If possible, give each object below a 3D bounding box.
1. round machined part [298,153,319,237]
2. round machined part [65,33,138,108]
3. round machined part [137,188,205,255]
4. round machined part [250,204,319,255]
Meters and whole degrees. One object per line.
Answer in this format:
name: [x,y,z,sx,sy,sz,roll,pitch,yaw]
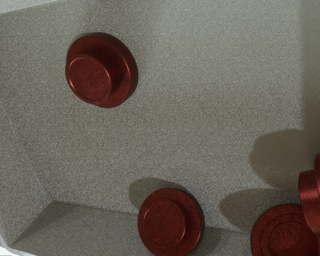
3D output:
round machined part: [0.175,0.074,0.315,0.042,0.098,0.098,-21,108,36]
round machined part: [-0.081,-0.069,0.398,0.098,0.042,0.097,13,124,21]
round machined part: [0.011,0.135,0.441,0.098,0.042,0.098,-6,75,23]
round machined part: [0.162,0.142,0.379,0.098,0.042,0.098,-2,80,14]
